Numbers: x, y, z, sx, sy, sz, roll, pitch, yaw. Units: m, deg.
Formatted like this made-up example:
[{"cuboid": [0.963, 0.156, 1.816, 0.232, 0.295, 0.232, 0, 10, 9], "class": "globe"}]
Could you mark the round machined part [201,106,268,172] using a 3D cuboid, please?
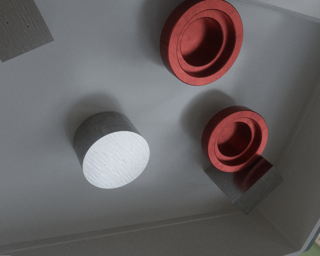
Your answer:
[{"cuboid": [0.105, 0.013, 0.458, 0.099, 0.042, 0.097, -8, 114, -17], "class": "round machined part"}]

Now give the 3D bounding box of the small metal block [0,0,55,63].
[{"cuboid": [-0.132, -0.095, 0.278, 0.050, 0.025, 0.050, -28, 128, -11], "class": "small metal block"}]

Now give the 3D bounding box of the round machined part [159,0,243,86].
[{"cuboid": [0.044, -0.102, 0.360, 0.099, 0.042, 0.097, -14, 125, -21], "class": "round machined part"}]

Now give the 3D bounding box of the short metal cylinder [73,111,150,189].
[{"cuboid": [-0.060, 0.026, 0.377, 0.081, 0.050, 0.079, -14, 125, -21], "class": "short metal cylinder"}]

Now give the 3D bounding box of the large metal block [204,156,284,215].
[{"cuboid": [0.133, 0.076, 0.495, 0.080, 0.080, 0.050, -44, 130, 2], "class": "large metal block"}]
